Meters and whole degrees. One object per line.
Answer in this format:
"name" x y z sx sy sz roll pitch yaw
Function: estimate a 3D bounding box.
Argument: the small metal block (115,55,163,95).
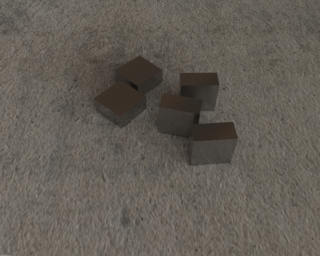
"small metal block" -0.032 -0.078 0.468 0.050 0.025 0.050 37 59 26

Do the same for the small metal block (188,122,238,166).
"small metal block" 0.061 0.020 0.371 0.050 0.050 0.025 -4 50 -3

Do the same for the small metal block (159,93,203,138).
"small metal block" 0.026 -0.014 0.399 0.050 0.050 0.025 11 51 8

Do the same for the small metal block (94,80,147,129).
"small metal block" -0.055 -0.034 0.431 0.050 0.025 0.050 33 57 24

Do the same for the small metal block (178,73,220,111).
"small metal block" 0.052 -0.049 0.429 0.050 0.050 0.025 -1 50 -1
